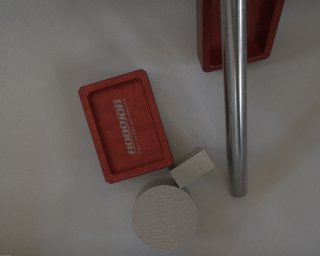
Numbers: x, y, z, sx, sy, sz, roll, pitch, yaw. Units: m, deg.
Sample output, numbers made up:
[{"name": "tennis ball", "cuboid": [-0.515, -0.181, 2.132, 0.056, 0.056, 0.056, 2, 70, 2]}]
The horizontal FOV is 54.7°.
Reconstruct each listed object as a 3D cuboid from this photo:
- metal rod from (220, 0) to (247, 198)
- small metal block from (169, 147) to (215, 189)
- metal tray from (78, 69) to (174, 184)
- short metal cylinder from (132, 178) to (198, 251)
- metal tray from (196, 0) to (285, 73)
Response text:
[{"name": "metal rod", "cuboid": [0.083, -0.042, 0.340, 0.025, 0.025, 0.298, -10, 120, 0]}, {"name": "small metal block", "cuboid": [0.039, 0.050, 0.400, 0.050, 0.050, 0.025, -32, 90, -1]}, {"name": "metal tray", "cuboid": [-0.043, -0.002, 0.408, 0.090, 0.030, 0.129, -17, 90, -1]}, {"name": "short metal cylinder", "cuboid": [0.006, 0.109, 0.399, 0.081, 0.050, 0.079, 0, 90, -1]}, {"name": "metal tray", "cuboid": [0.090, -0.125, 0.361, 0.091, 0.130, 0.030, -13, 60, 0]}]
